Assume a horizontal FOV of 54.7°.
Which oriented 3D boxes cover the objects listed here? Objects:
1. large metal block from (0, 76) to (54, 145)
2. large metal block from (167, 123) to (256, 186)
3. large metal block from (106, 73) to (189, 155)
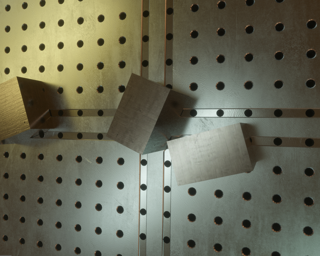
[{"bbox_3d":[-0.222,-0.024,0.475,0.080,0.050,0.080,-19,84,18],"label":"large metal block"},{"bbox_3d":[0.064,0.028,0.361,0.080,0.080,0.050,-16,85,19],"label":"large metal block"},{"bbox_3d":[-0.012,-0.016,0.387,0.050,0.080,0.080,26,99,18],"label":"large metal block"}]
